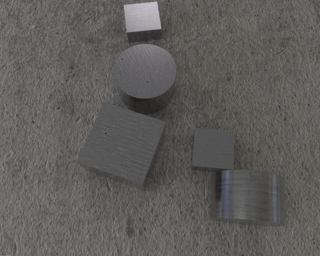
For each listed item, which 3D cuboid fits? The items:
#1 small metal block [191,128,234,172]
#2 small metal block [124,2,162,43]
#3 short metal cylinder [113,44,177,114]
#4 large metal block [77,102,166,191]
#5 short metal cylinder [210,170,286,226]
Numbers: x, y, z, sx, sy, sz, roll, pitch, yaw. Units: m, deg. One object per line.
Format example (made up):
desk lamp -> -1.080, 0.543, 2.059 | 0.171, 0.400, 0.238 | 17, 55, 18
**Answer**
small metal block -> 0.067, 0.030, 0.398 | 0.050, 0.025, 0.050 | 5, 70, 2
small metal block -> -0.026, -0.159, 0.466 | 0.050, 0.025, 0.050 | -7, 70, -3
short metal cylinder -> -0.019, -0.065, 0.419 | 0.081, 0.050, 0.080 | 0, 70, 0
large metal block -> -0.044, 0.024, 0.386 | 0.080, 0.050, 0.080 | 18, 71, 6
short metal cylinder -> 0.098, 0.081, 0.350 | 0.080, 0.080, 0.050 | 6, 70, 2
